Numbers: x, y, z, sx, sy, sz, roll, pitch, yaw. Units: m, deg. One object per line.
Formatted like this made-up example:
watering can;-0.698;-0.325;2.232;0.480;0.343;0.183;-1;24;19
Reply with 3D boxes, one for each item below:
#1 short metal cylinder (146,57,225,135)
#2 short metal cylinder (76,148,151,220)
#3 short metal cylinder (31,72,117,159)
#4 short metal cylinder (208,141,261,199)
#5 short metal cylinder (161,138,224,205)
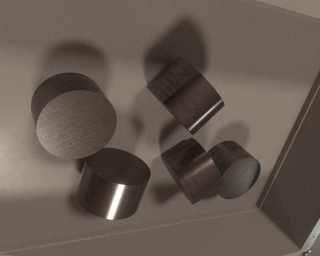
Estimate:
short metal cylinder;0.030;-0.037;0.368;0.050;0.080;0.080;-44;130;2
short metal cylinder;-0.058;0.067;0.384;0.081;0.080;0.050;7;115;-32
short metal cylinder;-0.093;-0.014;0.334;0.081;0.050;0.079;-14;125;-21
short metal cylinder;0.113;0.067;0.498;0.081;0.050;0.079;-14;124;-21
short metal cylinder;0.045;0.060;0.437;0.050;0.080;0.080;-33;129;-7
